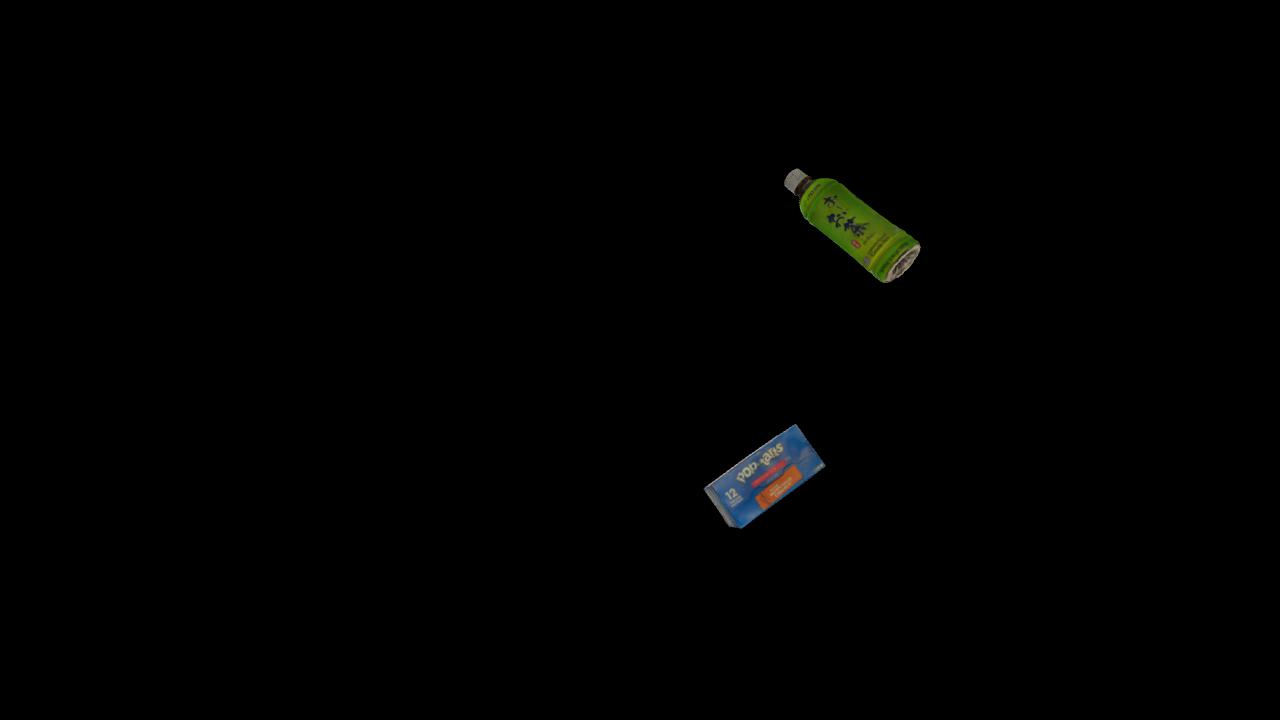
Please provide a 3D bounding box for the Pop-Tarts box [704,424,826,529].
[{"bbox_3d":[0.198,0.193,1.005,0.167,0.083,0.141,-34,-13,-8],"label":"Pop-Tarts box"}]

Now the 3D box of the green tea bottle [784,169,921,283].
[{"bbox_3d":[0.285,-0.196,0.859,0.212,0.073,0.073,46,24,25],"label":"green tea bottle"}]
